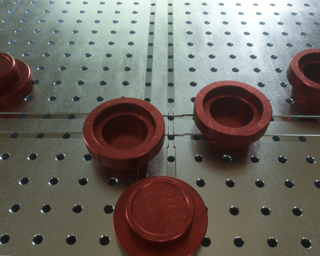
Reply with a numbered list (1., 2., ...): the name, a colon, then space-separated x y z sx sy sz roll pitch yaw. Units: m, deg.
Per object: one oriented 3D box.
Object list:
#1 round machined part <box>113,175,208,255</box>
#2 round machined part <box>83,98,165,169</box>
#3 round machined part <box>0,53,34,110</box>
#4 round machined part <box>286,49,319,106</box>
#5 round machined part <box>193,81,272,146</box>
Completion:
1. round machined part: 0.000 0.091 0.321 0.099 0.042 0.098 0 50 0
2. round machined part: -0.043 0.011 0.388 0.099 0.042 0.098 0 50 0
3. round machined part: -0.244 -0.075 0.459 0.099 0.042 0.098 0 50 0
4. round machined part: 0.237 -0.071 0.458 0.099 0.042 0.098 0 50 0
5. round machined part: 0.093 -0.015 0.410 0.099 0.042 0.098 0 50 0
